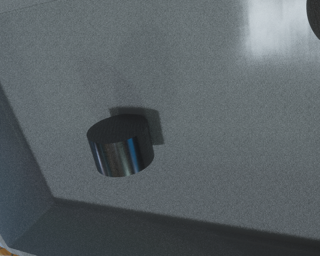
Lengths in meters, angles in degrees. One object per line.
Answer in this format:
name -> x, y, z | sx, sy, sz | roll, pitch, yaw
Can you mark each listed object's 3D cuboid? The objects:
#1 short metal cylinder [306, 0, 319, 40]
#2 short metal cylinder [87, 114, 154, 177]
short metal cylinder -> 0.161, -0.100, 0.232 | 0.080, 0.050, 0.079 | 27, 134, 31
short metal cylinder -> -0.051, 0.021, 0.413 | 0.080, 0.080, 0.050 | 4, 120, 26
